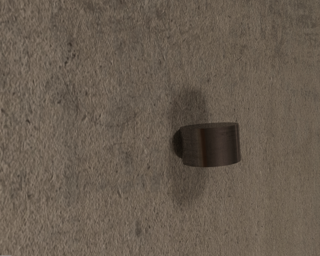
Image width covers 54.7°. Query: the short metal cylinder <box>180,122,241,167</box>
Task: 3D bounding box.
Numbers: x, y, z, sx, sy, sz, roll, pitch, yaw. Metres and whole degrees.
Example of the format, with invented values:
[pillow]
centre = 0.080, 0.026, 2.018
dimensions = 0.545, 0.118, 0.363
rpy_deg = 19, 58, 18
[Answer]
[short metal cylinder]
centre = 0.070, 0.021, 0.430
dimensions = 0.081, 0.080, 0.050
rpy_deg = -9, 96, -40
